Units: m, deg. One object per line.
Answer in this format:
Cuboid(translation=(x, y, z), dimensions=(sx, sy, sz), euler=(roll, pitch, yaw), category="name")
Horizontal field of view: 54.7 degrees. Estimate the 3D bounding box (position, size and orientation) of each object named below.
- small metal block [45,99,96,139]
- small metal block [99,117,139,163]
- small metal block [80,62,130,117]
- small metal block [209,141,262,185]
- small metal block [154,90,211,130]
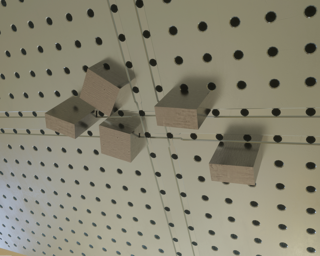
Cuboid(translation=(-0.129, -0.014, 0.452), dimensions=(0.050, 0.050, 0.025), euler=(19, 126, 16), category="small metal block")
Cuboid(translation=(-0.059, 0.017, 0.451), dimensions=(0.050, 0.025, 0.050), euler=(15, 125, 19), category="small metal block")
Cuboid(translation=(-0.075, -0.051, 0.417), dimensions=(0.050, 0.025, 0.050), euler=(33, 129, 6), category="small metal block")
Cuboid(translation=(0.092, 0.041, 0.371), dimensions=(0.050, 0.050, 0.025), euler=(2, 119, 27), category="small metal block")
Cuboid(translation=(0.028, -0.023, 0.365), dimensions=(0.050, 0.050, 0.025), euler=(6, 121, 25), category="small metal block")
